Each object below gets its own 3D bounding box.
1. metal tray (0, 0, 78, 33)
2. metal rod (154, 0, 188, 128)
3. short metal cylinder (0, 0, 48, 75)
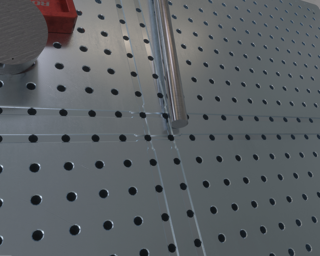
[{"bbox_3d":[-0.186,-0.173,0.410,0.131,0.030,0.090,-7,65,-31],"label":"metal tray"},{"bbox_3d":[0.011,-0.136,0.497,0.025,0.025,0.299,8,58,-24],"label":"metal rod"},{"bbox_3d":[-0.172,-0.104,0.345,0.081,0.050,0.080,3,84,-31],"label":"short metal cylinder"}]
